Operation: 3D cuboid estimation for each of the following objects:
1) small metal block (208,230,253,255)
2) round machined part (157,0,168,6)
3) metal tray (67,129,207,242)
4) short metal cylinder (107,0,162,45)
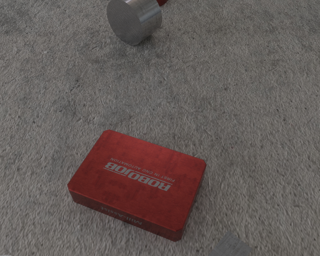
[{"bbox_3d":[0.054,0.128,0.280,0.025,0.050,0.050,35,58,25],"label":"small metal block"},{"bbox_3d":[-0.031,-0.287,0.634,0.099,0.042,0.098,0,50,0],"label":"round machined part"},{"bbox_3d":[-0.023,0.060,0.350,0.130,0.030,0.090,17,52,14],"label":"metal tray"},{"bbox_3d":[-0.043,-0.189,0.526,0.080,0.080,0.050,32,57,23],"label":"short metal cylinder"}]
